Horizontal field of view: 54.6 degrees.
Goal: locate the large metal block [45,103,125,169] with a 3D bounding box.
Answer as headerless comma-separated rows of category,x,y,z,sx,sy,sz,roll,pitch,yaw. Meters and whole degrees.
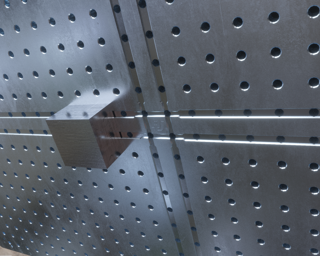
large metal block,-0.109,0.012,0.461,0.080,0.050,0.080,0,119,28
